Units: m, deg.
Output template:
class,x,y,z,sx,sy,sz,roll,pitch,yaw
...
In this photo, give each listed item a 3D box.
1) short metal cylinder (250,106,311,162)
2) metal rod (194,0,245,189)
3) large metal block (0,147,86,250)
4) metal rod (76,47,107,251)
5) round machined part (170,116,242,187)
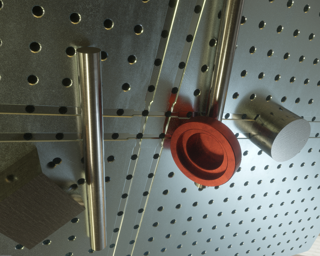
class,x,y,z,sx,sy,sz,roll,pitch,yaw
short metal cylinder,0.199,0.009,0.512,0.081,0.050,0.079,-14,124,-21
metal rod,0.079,-0.038,0.432,0.025,0.025,0.298,-10,123,-24
large metal block,-0.150,0.084,0.366,0.080,0.050,0.080,-36,130,-5
metal rod,-0.084,0.048,0.396,0.025,0.025,0.298,-10,123,-23
round machined part,0.067,0.028,0.429,0.042,0.098,0.097,-34,138,-47
